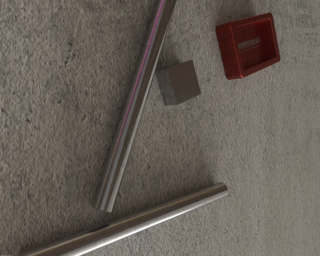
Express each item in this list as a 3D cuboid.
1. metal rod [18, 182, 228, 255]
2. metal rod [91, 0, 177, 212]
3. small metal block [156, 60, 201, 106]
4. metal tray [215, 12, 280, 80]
[{"bbox_3d":[-0.017,0.115,0.392,0.302,0.025,0.025,-8,96,-40],"label":"metal rod"},{"bbox_3d":[-0.026,-0.048,0.384,0.025,0.025,0.299,26,74,-37],"label":"metal rod"},{"bbox_3d":[0.026,-0.063,0.429,0.050,0.025,0.050,-27,107,-37],"label":"small metal block"},{"bbox_3d":[0.156,-0.143,0.534,0.131,0.030,0.089,-26,107,-37],"label":"metal tray"}]
